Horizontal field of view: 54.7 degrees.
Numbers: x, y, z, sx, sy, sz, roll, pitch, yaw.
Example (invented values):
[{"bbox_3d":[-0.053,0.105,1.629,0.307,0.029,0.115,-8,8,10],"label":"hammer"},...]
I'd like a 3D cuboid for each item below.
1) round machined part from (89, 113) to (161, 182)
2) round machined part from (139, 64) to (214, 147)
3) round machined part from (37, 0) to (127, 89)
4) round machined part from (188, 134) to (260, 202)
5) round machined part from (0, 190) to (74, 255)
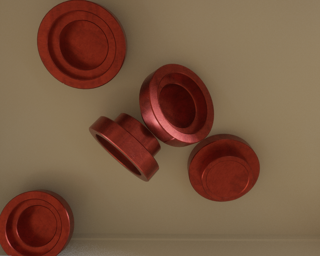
[{"bbox_3d":[-0.038,0.019,0.387,0.098,0.098,0.042,47,73,-16],"label":"round machined part"},{"bbox_3d":[0.016,-0.024,0.374,0.098,0.098,0.042,47,142,-15],"label":"round machined part"},{"bbox_3d":[-0.088,-0.098,0.365,0.099,0.042,0.097,0,110,-1],"label":"round machined part"},{"bbox_3d":[0.089,0.061,0.426,0.099,0.042,0.097,0,110,-1],"label":"round machined part"},{"bbox_3d":[-0.169,0.136,0.437,0.099,0.042,0.097,0,84,1],"label":"round machined part"}]
